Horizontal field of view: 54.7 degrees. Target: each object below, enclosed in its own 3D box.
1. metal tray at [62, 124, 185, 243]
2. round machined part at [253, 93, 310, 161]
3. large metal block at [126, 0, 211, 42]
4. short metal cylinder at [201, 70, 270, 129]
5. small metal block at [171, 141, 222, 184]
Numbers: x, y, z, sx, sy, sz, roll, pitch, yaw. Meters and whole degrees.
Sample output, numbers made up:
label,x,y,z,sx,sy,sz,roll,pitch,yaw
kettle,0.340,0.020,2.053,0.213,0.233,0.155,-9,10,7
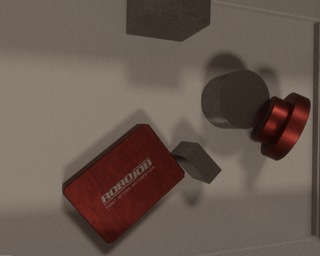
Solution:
label,x,y,z,sx,sy,sz,roll,pitch,yaw
metal tray,-0.044,0.067,0.393,0.130,0.030,0.090,-40,103,-16
round machined part,0.166,-0.006,0.440,0.042,0.098,0.098,25,81,5
large metal block,0.008,-0.147,0.385,0.081,0.080,0.050,2,90,-20
short metal cylinder,0.106,-0.039,0.438,0.081,0.050,0.079,0,90,-20
small metal block,0.047,0.045,0.416,0.025,0.050,0.050,-46,105,-14
